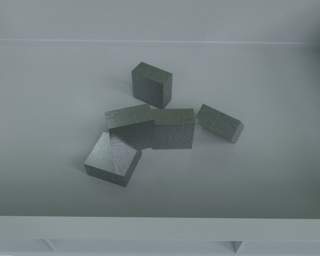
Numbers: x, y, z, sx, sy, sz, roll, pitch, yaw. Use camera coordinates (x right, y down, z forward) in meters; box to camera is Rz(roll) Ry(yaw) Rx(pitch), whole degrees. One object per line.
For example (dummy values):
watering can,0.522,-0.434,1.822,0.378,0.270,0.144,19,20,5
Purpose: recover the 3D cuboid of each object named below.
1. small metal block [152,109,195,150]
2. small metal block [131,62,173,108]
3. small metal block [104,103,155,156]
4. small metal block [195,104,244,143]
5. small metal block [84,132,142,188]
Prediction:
small metal block,0.016,0.002,0.387,0.050,0.050,0.025,-1,50,-1
small metal block,-0.011,-0.059,0.438,0.050,0.050,0.025,25,54,19
small metal block,-0.033,0.003,0.354,0.050,0.050,0.025,-12,51,-11
small metal block,0.076,-0.005,0.390,0.050,0.050,0.025,28,93,21
small metal block,-0.055,0.037,0.373,0.050,0.025,0.050,16,52,12
